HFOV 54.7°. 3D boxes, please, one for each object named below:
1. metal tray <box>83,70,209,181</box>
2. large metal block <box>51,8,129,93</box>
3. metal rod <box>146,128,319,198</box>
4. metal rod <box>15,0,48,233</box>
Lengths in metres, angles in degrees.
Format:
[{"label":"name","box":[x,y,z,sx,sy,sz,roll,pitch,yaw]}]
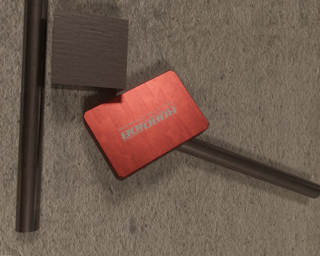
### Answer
[{"label":"metal tray","box":[-0.017,-0.005,0.386,0.131,0.030,0.090,-29,81,-18]},{"label":"large metal block","box":[-0.084,-0.086,0.365,0.081,0.050,0.079,2,89,-20]},{"label":"metal rod","box":[0.119,0.053,0.454,0.302,0.025,0.025,20,83,-19]},{"label":"metal rod","box":[-0.146,-0.034,0.355,0.025,0.025,0.298,2,89,-20]}]
